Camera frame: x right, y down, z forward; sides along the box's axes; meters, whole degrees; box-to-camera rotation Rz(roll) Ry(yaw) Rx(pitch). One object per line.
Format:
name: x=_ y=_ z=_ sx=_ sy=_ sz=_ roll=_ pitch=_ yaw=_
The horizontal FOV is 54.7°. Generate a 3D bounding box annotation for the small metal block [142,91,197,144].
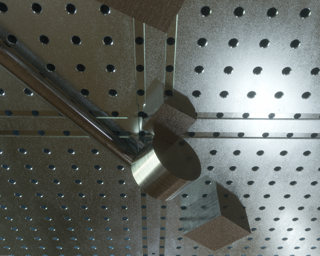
small metal block: x=0.011 y=-0.012 z=0.401 sx=0.050 sy=0.025 sz=0.050 roll=27 pitch=125 yaw=-22

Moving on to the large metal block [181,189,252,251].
large metal block: x=0.095 y=0.161 z=0.534 sx=0.080 sy=0.050 sz=0.080 roll=36 pitch=121 yaw=-27

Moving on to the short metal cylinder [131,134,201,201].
short metal cylinder: x=0.009 y=0.050 z=0.419 sx=0.080 sy=0.080 sz=0.050 roll=28 pitch=125 yaw=-22

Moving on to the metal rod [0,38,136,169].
metal rod: x=-0.126 y=-0.036 z=0.379 sx=0.025 sy=0.025 sz=0.300 roll=-31 pitch=124 yaw=23

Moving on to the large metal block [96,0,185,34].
large metal block: x=-0.012 y=-0.144 z=0.272 sx=0.080 sy=0.050 sz=0.079 roll=20 pitch=127 yaw=-17
